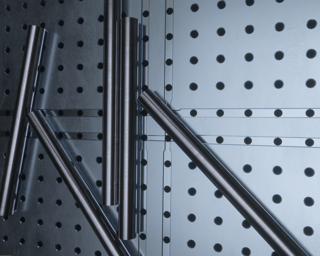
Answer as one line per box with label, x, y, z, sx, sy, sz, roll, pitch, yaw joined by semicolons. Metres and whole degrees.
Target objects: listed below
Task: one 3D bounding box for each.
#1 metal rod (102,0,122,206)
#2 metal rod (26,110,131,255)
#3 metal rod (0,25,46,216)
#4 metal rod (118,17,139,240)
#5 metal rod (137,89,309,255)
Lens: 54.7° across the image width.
metal rod;-0.068;-0.043;0.435;0.025;0.025;0.298;1;90;19
metal rod;-0.111;0.100;0.450;0.025;0.025;0.299;-38;78;16
metal rod;-0.219;-0.009;0.487;0.025;0.025;0.298;13;94;19
metal rod;-0.043;0.001;0.426;0.025;0.025;0.298;1;90;19
metal rod;0.077;0.063;0.384;0.025;0.025;0.300;-46;76;14
